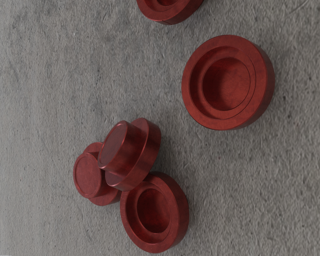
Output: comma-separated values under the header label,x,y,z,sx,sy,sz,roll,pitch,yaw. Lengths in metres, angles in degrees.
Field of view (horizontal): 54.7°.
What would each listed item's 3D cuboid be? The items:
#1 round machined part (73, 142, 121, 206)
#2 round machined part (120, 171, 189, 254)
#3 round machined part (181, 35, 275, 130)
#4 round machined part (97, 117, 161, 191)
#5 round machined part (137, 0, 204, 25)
label,x,y,z,sx,sy,sz,roll,pitch,yaw
round machined part,-0.096,0.070,0.473,0.098,0.042,0.097,0,90,40
round machined part,-0.002,0.104,0.396,0.098,0.042,0.097,0,90,40
round machined part,0.075,-0.046,0.332,0.098,0.042,0.097,0,90,40
round machined part,-0.045,0.029,0.401,0.098,0.042,0.098,-42,31,33
round machined part,0.019,-0.175,0.378,0.098,0.042,0.097,0,90,40
